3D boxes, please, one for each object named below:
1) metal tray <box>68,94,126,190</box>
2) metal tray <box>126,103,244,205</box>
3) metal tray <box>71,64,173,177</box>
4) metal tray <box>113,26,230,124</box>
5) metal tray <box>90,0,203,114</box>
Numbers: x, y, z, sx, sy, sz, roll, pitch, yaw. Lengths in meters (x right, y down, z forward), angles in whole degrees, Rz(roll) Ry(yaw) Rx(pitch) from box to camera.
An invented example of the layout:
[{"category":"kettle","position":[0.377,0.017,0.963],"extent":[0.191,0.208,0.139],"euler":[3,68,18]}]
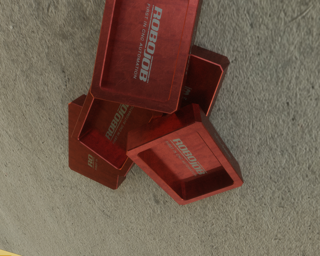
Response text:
[{"category":"metal tray","position":[-0.091,0.024,0.465],"extent":[0.090,0.030,0.129],"euler":[22,127,14]},{"category":"metal tray","position":[0.033,0.038,0.366],"extent":[0.090,0.030,0.130],"euler":[-24,131,19]},{"category":"metal tray","position":[-0.052,-0.007,0.388],"extent":[0.090,0.030,0.129],"euler":[36,129,4]},{"category":"metal tray","position":[0.004,-0.060,0.365],"extent":[0.130,0.030,0.089],"euler":[24,127,13]},{"category":"metal tray","position":[-0.013,-0.086,0.313],"extent":[0.090,0.030,0.129],"euler":[12,96,9]}]
